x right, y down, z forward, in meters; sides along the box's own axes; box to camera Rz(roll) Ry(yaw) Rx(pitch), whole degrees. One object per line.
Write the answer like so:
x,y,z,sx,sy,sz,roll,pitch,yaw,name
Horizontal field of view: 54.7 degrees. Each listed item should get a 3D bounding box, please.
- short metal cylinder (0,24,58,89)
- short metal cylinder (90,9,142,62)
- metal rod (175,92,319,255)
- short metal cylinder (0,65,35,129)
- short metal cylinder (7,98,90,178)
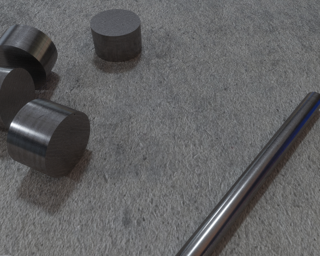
-0.198,-0.102,0.452,0.080,0.080,0.050,5,50,4,short metal cylinder
-0.072,-0.155,0.517,0.081,0.050,0.080,0,50,0,short metal cylinder
0.120,0.046,0.365,0.025,0.025,0.302,34,58,25,metal rod
-0.206,-0.041,0.400,0.050,0.080,0.080,8,51,6,short metal cylinder
-0.125,0.011,0.357,0.050,0.080,0.080,20,53,15,short metal cylinder
